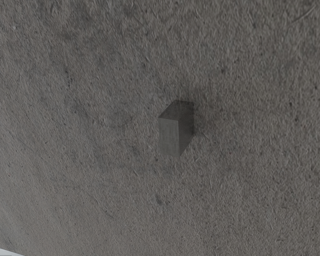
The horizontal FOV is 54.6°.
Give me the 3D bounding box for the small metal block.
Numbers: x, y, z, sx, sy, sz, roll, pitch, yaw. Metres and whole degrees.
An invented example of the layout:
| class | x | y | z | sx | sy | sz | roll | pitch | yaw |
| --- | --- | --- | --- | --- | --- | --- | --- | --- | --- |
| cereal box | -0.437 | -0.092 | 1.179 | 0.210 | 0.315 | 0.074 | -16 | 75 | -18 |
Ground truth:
| class | x | y | z | sx | sy | sz | roll | pitch | yaw |
| --- | --- | --- | --- | --- | --- | --- | --- | --- | --- |
| small metal block | 0.021 | 0.000 | 0.380 | 0.025 | 0.050 | 0.050 | 10 | 123 | 23 |
